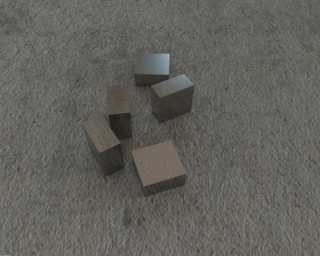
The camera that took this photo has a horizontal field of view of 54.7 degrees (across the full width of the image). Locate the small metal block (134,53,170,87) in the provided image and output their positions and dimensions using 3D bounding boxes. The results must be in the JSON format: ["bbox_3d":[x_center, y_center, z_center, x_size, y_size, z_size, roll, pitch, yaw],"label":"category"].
[{"bbox_3d":[-0.011,-0.090,0.478,0.050,0.025,0.050,2,50,1],"label":"small metal block"}]

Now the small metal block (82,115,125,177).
[{"bbox_3d":[-0.067,0.021,0.368,0.025,0.050,0.050,-25,55,-19],"label":"small metal block"}]

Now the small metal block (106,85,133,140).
[{"bbox_3d":[-0.053,-0.020,0.403,0.025,0.050,0.050,-7,51,-6],"label":"small metal block"}]

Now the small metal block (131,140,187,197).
[{"bbox_3d":[-0.002,0.047,0.364,0.050,0.025,0.050,-15,52,-12],"label":"small metal block"}]

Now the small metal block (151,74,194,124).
[{"bbox_3d":[0.016,-0.039,0.420,0.050,0.050,0.025,-22,54,-18],"label":"small metal block"}]
